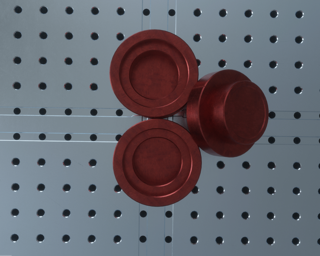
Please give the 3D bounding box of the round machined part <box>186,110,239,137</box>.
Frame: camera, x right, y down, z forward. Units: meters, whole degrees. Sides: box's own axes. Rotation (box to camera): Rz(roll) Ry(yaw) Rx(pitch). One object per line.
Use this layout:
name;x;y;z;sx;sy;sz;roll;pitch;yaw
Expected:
round machined part;0.085;-0.017;0.406;0.099;0.042;0.097;0;90;0

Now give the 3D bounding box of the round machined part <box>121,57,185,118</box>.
round machined part;-0.005;-0.061;0.406;0.099;0.042;0.097;0;90;0

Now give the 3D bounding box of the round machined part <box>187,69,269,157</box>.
round machined part;0.081;-0.016;0.342;0.099;0.042;0.097;0;89;-32

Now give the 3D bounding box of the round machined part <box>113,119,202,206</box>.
round machined part;-0.003;0.038;0.362;0.099;0.042;0.097;0;90;0

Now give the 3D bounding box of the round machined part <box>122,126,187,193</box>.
round machined part;-0.004;0.038;0.405;0.099;0.042;0.097;0;90;0

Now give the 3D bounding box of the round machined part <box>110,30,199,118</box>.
round machined part;-0.006;-0.060;0.362;0.099;0.042;0.097;0;90;0
